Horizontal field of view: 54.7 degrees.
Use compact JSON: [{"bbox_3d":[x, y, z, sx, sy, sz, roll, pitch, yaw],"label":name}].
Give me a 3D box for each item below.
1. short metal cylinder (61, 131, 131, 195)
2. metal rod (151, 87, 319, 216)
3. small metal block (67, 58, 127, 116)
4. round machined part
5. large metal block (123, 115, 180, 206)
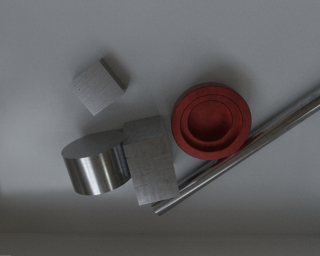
[{"bbox_3d":[-0.078,0.042,0.397,0.080,0.080,0.050,-11,110,4],"label":"short metal cylinder"},{"bbox_3d":[0.113,0.031,0.424,0.300,0.025,0.025,-36,107,12],"label":"metal rod"},{"bbox_3d":[-0.078,-0.052,0.391,0.050,0.025,0.050,-35,107,11],"label":"small metal block"},{"bbox_3d":[0.063,-0.011,0.399,0.099,0.042,0.097,0,110,-1],"label":"round machined part"},{"bbox_3d":[-0.012,0.037,0.393,0.050,0.080,0.079,-13,110,-1],"label":"large metal block"}]
